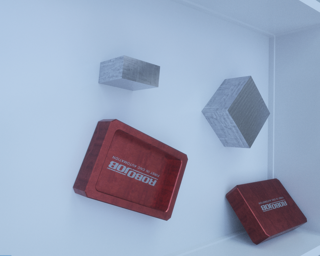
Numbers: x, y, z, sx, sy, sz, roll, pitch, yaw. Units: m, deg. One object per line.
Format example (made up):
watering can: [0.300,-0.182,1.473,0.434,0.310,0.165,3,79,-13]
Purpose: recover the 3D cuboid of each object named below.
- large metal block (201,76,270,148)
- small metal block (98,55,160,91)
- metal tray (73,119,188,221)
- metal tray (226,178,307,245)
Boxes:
large metal block: [0.124,-0.025,0.497,0.080,0.050,0.080,-52,121,-27]
small metal block: [-0.036,-0.062,0.362,0.050,0.050,0.025,8,85,-40]
metal tray: [-0.029,0.054,0.380,0.131,0.030,0.090,29,72,-37]
metal tray: [0.183,0.136,0.526,0.131,0.030,0.090,1,49,-40]
